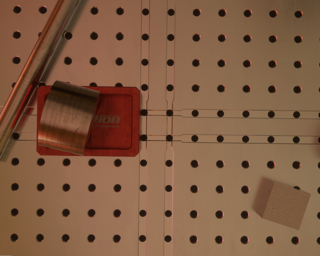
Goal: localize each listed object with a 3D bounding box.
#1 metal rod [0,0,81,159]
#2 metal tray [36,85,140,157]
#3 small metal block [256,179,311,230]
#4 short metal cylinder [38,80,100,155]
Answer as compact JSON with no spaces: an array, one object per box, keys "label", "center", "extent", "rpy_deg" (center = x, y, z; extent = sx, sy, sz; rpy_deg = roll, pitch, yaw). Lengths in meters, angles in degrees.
[{"label":"metal rod","center":[-0.160,-0.091,0.411],"extent":[0.025,0.025,0.299],"rpy_deg":[27,90,0]},{"label":"metal tray","center":[-0.092,-0.009,0.409],"extent":[0.131,0.030,0.089],"rpy_deg":[1,90,0]},{"label":"small metal block","center":[0.165,0.102,0.415],"extent":[0.050,0.025,0.050],"rpy_deg":[18,90,0]},{"label":"short metal cylinder","center":[-0.106,-0.012,0.368],"extent":[0.050,0.080,0.080],"rpy_deg":[15,90,-10]}]
